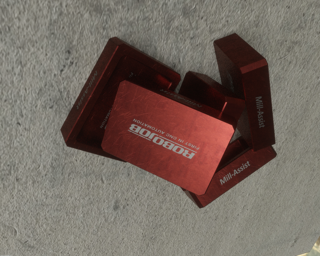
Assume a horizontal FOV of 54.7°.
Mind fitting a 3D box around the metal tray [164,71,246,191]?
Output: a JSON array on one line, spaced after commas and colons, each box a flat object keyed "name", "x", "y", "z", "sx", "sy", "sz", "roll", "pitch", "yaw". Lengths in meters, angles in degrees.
[{"name": "metal tray", "x": 0.045, "y": 0.004, "z": 0.395, "sx": 0.030, "sy": 0.090, "sz": 0.129, "roll": 7, "pitch": 116, "yaw": -32}]

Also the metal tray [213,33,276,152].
[{"name": "metal tray", "x": 0.109, "y": -0.044, "z": 0.397, "sx": 0.030, "sy": 0.090, "sz": 0.129, "roll": -21, "pitch": 128, "yaw": 1}]

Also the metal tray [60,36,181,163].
[{"name": "metal tray", "x": -0.046, "y": -0.028, "z": 0.364, "sx": 0.091, "sy": 0.030, "sz": 0.129, "roll": 22, "pitch": 107, "yaw": -37}]

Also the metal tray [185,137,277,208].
[{"name": "metal tray", "x": 0.094, "y": 0.059, "z": 0.456, "sx": 0.130, "sy": 0.090, "sz": 0.030, "roll": -33, "pitch": 94, "yaw": -7}]

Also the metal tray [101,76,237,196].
[{"name": "metal tray", "x": 0.007, "y": 0.007, "z": 0.345, "sx": 0.130, "sy": 0.030, "sz": 0.089, "roll": 24, "pitch": 112, "yaw": 9}]
